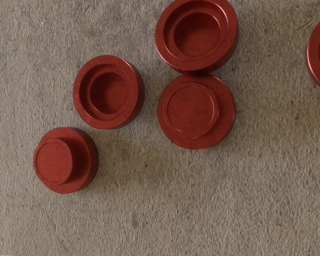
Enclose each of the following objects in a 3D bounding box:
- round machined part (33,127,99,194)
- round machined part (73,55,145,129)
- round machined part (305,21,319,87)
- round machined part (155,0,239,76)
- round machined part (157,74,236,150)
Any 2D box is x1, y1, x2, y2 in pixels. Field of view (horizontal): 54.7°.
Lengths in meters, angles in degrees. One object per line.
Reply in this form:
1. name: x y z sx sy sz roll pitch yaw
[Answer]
1. round machined part: -0.143 0.048 0.450 0.098 0.042 0.097 0 90 20
2. round machined part: -0.065 -0.047 0.423 0.098 0.042 0.097 0 90 20
3. round machined part: 0.207 -0.079 0.327 0.098 0.042 0.097 0 90 20
4. round machined part: 0.047 -0.110 0.378 0.098 0.042 0.098 -3 80 18
5. round machined part: 0.042 -0.021 0.385 0.098 0.042 0.097 0 90 20
